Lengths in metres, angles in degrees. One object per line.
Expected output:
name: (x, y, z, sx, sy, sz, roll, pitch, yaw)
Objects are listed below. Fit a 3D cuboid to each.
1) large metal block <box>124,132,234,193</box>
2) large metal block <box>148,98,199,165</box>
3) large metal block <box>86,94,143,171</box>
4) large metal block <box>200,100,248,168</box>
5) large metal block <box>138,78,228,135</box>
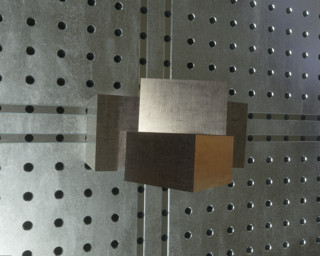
large metal block: (0.021, 0.031, 0.321, 0.080, 0.080, 0.050, 4, 88, -53)
large metal block: (0.003, 0.005, 0.399, 0.081, 0.050, 0.079, 3, 89, -20)
large metal block: (-0.056, 0.005, 0.364, 0.050, 0.080, 0.079, 2, 90, -20)
large metal block: (0.069, 0.008, 0.410, 0.050, 0.080, 0.080, 4, 89, -20)
large metal block: (0.023, -0.019, 0.325, 0.080, 0.080, 0.050, 2, 89, 2)
